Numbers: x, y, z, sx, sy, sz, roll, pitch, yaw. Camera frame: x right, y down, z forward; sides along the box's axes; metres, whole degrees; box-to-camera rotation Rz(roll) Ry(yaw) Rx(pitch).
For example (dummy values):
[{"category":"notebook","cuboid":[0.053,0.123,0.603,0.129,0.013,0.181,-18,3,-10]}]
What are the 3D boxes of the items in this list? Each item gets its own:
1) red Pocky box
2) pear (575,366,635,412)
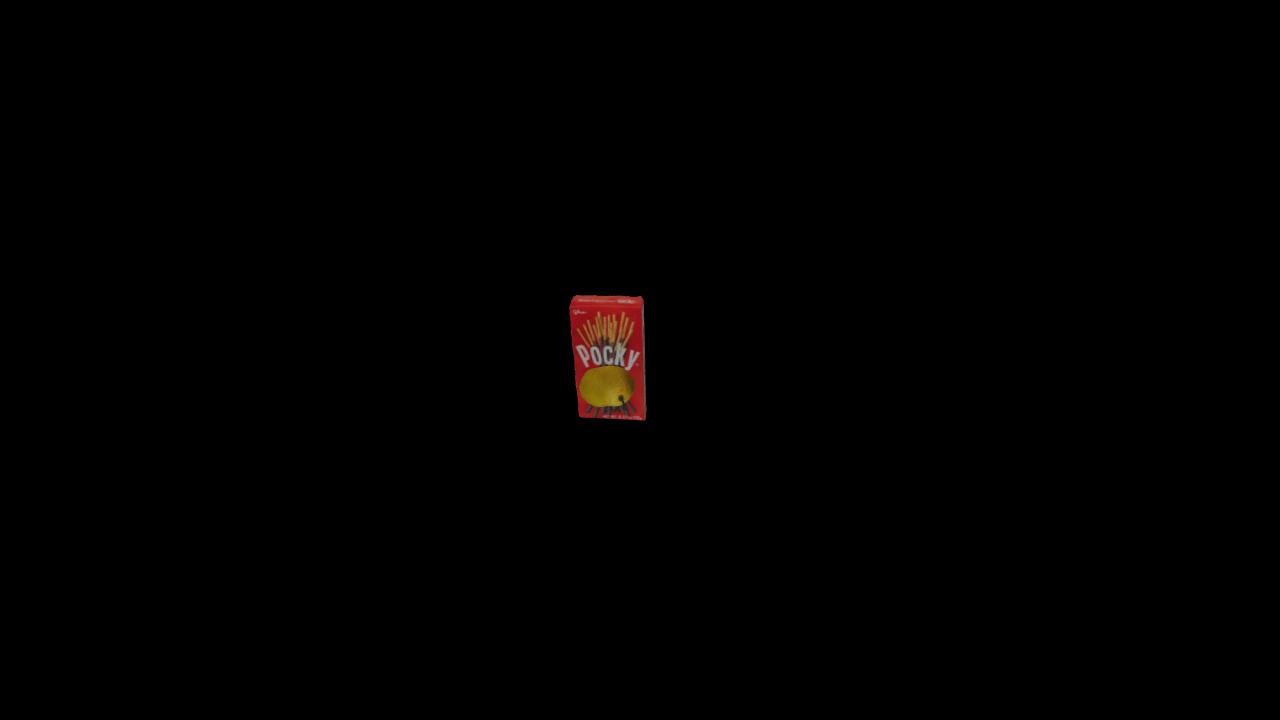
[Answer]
[{"category":"red Pocky box","cuboid":[-0.035,0.001,0.713,0.083,0.155,0.028,2,30,7]},{"category":"pear","cuboid":[-0.032,0.024,0.716,0.080,0.080,0.111,0,12,-22]}]
